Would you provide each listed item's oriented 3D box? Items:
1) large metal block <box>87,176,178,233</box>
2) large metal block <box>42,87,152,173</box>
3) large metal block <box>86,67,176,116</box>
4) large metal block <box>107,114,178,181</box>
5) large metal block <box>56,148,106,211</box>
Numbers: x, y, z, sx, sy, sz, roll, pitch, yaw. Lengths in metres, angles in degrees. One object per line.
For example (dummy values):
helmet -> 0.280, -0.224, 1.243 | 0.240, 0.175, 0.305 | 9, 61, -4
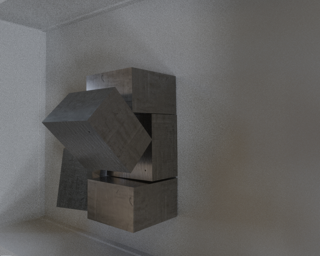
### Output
large metal block -> -0.034, 0.089, 0.394 | 0.080, 0.081, 0.050 | 1, 91, 39
large metal block -> -0.070, 0.004, 0.351 | 0.080, 0.080, 0.050 | -1, 45, 39
large metal block -> -0.036, -0.042, 0.395 | 0.080, 0.081, 0.050 | -1, 89, 39
large metal block -> -0.024, 0.023, 0.409 | 0.080, 0.050, 0.079 | -1, 90, 39
large metal block -> -0.107, 0.063, 0.444 | 0.050, 0.080, 0.079 | 9, 98, -4
